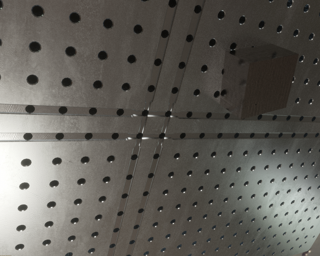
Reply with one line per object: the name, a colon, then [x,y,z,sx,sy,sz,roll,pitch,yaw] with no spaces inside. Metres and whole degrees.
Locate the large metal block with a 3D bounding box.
large metal block: [0.135,-0.066,0.430,0.081,0.050,0.079,-14,124,-21]
